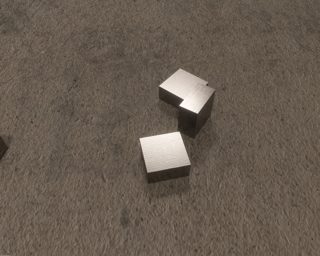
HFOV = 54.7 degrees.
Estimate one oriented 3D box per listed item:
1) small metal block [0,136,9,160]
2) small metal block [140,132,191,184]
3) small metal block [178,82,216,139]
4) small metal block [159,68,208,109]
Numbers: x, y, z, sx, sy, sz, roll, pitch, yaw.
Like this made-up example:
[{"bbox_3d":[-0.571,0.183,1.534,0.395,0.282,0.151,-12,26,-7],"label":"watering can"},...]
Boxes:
[{"bbox_3d":[-0.224,0.032,0.374,0.050,0.025,0.050,12,51,9],"label":"small metal block"},{"bbox_3d":[0.005,0.035,0.374,0.050,0.025,0.050,-10,51,-9],"label":"small metal block"},{"bbox_3d":[0.048,-0.023,0.407,0.025,0.050,0.050,26,55,19],"label":"small metal block"},{"bbox_3d":[0.034,-0.054,0.449,0.050,0.025,0.050,31,56,23],"label":"small metal block"}]
